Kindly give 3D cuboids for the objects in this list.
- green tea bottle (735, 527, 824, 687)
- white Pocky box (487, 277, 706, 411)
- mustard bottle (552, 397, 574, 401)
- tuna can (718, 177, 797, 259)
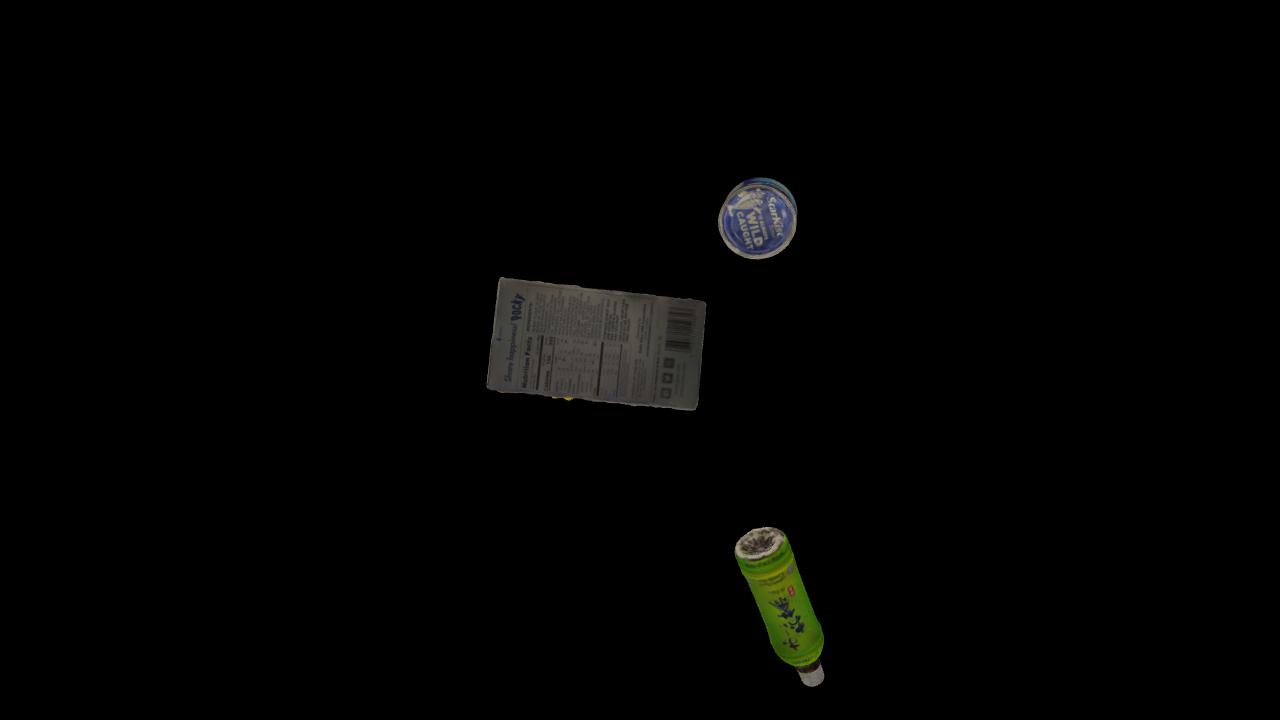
[{"bbox_3d":[0.186,0.317,0.777,0.073,0.212,0.073,-24,11,5],"label":"green tea bottle"},{"bbox_3d":[-0.031,-0.011,0.456,0.154,0.084,0.028,6,-3,-4],"label":"white Pocky box"},{"bbox_3d":[-0.064,0.018,0.945,0.184,0.054,0.092,-26,-8,-41],"label":"mustard bottle"},{"bbox_3d":[0.130,-0.156,0.676,0.084,0.084,0.034,0,32,18],"label":"tuna can"}]
